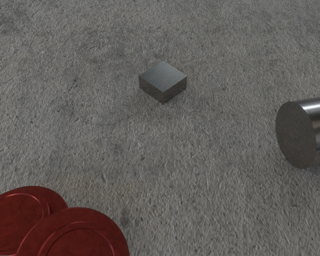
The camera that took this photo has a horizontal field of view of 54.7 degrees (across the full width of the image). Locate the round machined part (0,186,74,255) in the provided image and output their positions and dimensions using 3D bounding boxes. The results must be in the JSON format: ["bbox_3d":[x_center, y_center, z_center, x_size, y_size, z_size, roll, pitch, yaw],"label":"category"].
[{"bbox_3d":[-0.139,0.100,0.306,0.099,0.042,0.098,0,50,0],"label":"round machined part"}]

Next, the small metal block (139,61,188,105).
[{"bbox_3d":[0.005,-0.068,0.461,0.050,0.025,0.050,38,59,27],"label":"small metal block"}]

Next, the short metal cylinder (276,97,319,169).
[{"bbox_3d":[0.181,0.004,0.366,0.050,0.080,0.080,-10,51,-8],"label":"short metal cylinder"}]

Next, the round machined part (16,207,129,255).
[{"bbox_3d":[-0.072,0.118,0.266,0.099,0.042,0.098,11,64,-22],"label":"round machined part"}]
